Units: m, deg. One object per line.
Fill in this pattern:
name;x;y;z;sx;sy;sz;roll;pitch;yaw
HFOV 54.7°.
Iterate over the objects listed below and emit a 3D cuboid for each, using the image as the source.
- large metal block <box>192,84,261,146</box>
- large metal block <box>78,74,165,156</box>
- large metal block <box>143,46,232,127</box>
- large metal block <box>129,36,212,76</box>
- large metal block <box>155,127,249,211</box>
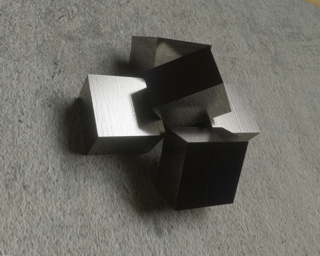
large metal block;0.084;-0.017;0.444;0.081;0.050;0.080;0;62;-29
large metal block;-0.048;-0.015;0.373;0.081;0.050;0.080;-1;62;-29
large metal block;0.036;-0.043;0.374;0.080;0.080;0.050;-20;66;11
large metal block;0.011;-0.096;0.429;0.081;0.080;0.050;-1;106;-29
large metal block;0.047;0.044;0.362;0.081;0.079;0.050;1;18;-27
